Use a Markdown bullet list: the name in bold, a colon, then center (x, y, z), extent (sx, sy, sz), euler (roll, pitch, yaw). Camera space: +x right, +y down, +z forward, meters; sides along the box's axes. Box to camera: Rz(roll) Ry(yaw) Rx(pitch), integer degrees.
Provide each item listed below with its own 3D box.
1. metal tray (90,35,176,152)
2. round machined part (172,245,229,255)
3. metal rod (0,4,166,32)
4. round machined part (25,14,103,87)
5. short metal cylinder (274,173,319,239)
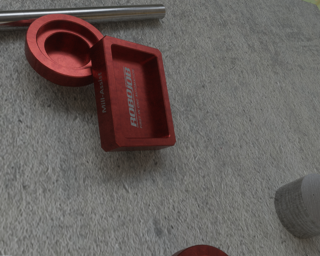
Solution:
- **metal tray**: center (-0.032, -0.038, 0.375), extent (0.091, 0.030, 0.129), euler (2, 74, -43)
- **round machined part**: center (0.038, 0.172, 0.310), extent (0.099, 0.042, 0.098), euler (14, 56, -21)
- **metal rod**: center (-0.115, -0.158, 0.439), extent (0.302, 0.025, 0.025), euler (-19, 72, -36)
- **round machined part**: center (-0.116, -0.091, 0.387), extent (0.099, 0.042, 0.098), euler (14, 56, -21)
- **short metal cylinder**: center (0.211, 0.111, 0.437), extent (0.081, 0.050, 0.080), euler (14, 56, -21)
